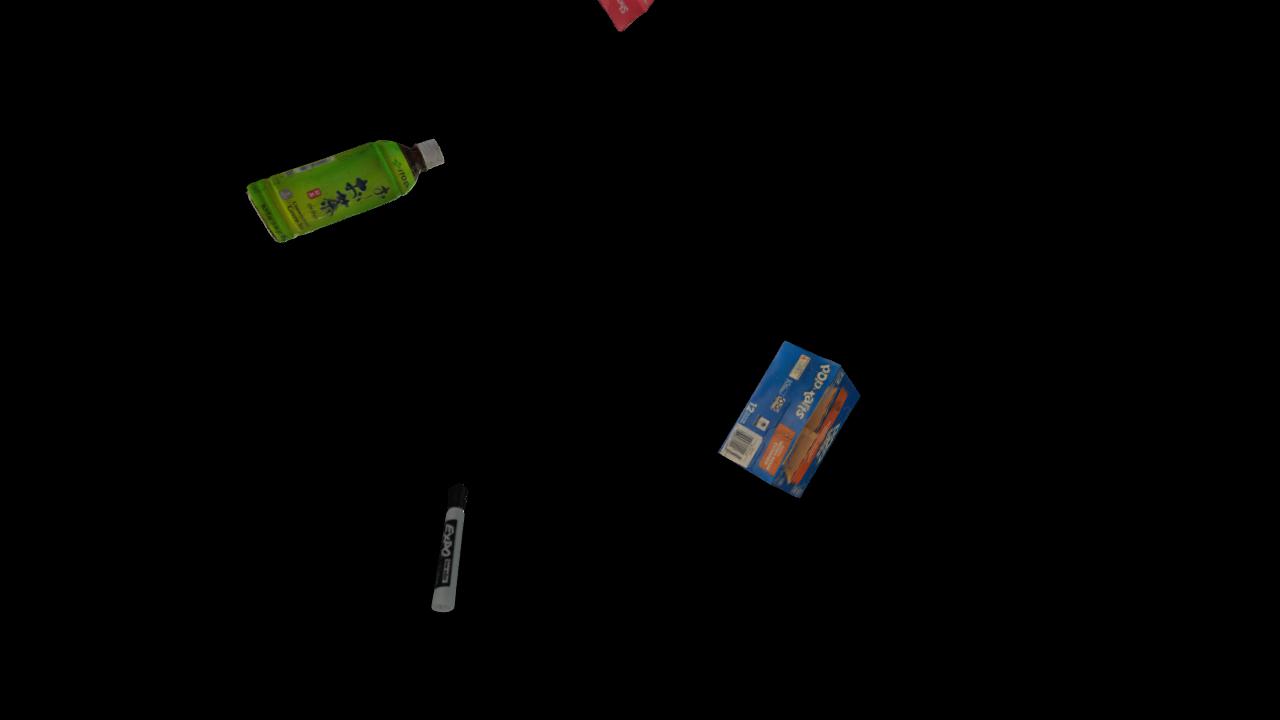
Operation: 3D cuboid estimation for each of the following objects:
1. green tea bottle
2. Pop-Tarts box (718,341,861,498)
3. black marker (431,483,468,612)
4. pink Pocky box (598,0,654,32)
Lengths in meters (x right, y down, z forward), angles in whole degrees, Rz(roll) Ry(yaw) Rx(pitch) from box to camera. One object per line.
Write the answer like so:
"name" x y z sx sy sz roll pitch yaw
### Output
"green tea bottle" -0.332 -0.207 0.712 0.212 0.073 0.073 -29 9 -16
"Pop-Tarts box" 0.199 0.082 0.800 0.083 0.167 0.141 31 -2 34
"black marker" -0.172 0.167 0.562 0.020 0.121 0.020 -3 -44 -3
"pink Pocky box" -0.010 -0.314 0.457 0.029 0.155 0.084 -18 -54 35
